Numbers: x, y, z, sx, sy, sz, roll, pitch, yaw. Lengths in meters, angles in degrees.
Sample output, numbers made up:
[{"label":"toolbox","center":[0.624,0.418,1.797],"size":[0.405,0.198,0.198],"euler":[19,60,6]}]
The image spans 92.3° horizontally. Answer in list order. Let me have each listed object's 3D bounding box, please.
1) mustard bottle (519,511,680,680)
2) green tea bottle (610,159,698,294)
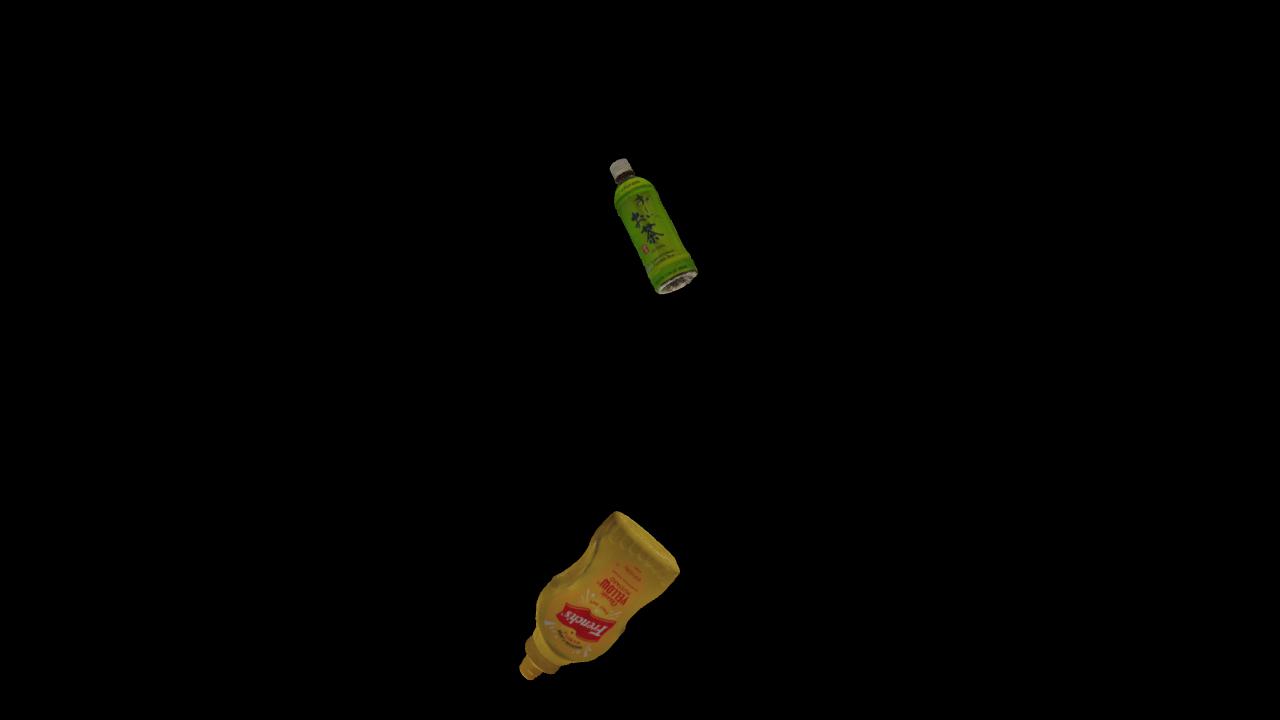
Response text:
[{"label":"mustard bottle","center":[-0.052,0.245,0.610],"size":[0.092,0.184,0.054],"euler":[43,1,-17]},{"label":"green tea bottle","center":[0.012,-0.204,0.916],"size":[0.073,0.212,0.073],"euler":[-23,-13,-5]}]
